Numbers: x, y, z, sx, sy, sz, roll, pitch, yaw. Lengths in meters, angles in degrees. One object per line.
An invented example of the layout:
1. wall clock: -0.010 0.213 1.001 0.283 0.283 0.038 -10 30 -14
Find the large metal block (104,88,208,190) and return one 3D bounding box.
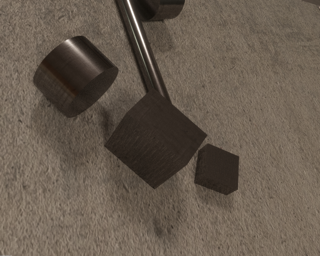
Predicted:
1. large metal block: -0.007 0.015 0.357 0.080 0.080 0.050 41 51 -1

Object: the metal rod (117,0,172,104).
1. metal rod: -0.021 -0.104 0.457 0.025 0.025 0.299 -5 64 -31

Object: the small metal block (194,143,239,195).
1. small metal block: 0.077 0.055 0.413 0.050 0.025 0.050 23 53 -15

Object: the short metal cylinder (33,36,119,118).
1. short metal cylinder: -0.094 -0.057 0.354 0.050 0.080 0.080 45 51 2

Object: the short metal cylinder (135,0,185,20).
1. short metal cylinder: -0.004 -0.217 0.501 0.050 0.080 0.080 -17 71 -35
